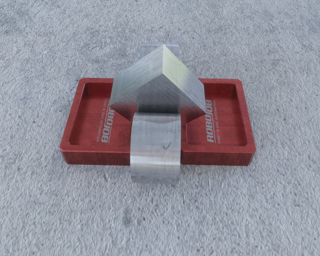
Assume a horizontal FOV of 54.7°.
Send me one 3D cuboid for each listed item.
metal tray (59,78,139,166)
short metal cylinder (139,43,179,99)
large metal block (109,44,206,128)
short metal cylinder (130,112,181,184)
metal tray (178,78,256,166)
[{"bbox_3d":[-0.071,-0.013,0.412,0.091,0.030,0.130,1,50,1],"label":"metal tray"},{"bbox_3d":[0.000,-0.077,0.434,0.050,0.080,0.080,2,50,1],"label":"short metal cylinder"},{"bbox_3d":[-0.002,-0.040,0.376,0.080,0.080,0.050,-27,43,31],"label":"large metal block"},{"bbox_3d":[-0.004,0.023,0.350,0.050,0.080,0.080,2,50,1],"label":"short metal cylinder"},{"bbox_3d":[0.069,-0.012,0.413,0.091,0.030,0.130,1,50,1],"label":"metal tray"}]
